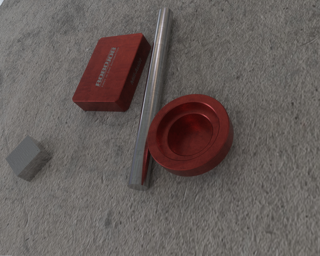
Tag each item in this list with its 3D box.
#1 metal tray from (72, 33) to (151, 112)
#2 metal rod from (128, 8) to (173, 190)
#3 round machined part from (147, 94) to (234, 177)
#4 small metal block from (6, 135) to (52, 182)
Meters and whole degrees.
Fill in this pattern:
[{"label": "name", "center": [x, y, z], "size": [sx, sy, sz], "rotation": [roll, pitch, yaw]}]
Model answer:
[{"label": "metal tray", "center": [-0.076, -0.089, 0.495], "size": [0.090, 0.030, 0.130], "rotation": [3, 63, 29]}, {"label": "metal rod", "center": [-0.008, -0.059, 0.444], "size": [0.025, 0.025, 0.300], "rotation": [-6, 59, 25]}, {"label": "round machined part", "center": [0.038, 0.012, 0.366], "size": [0.098, 0.042, 0.098], "rotation": [-13, 56, 21]}, {"label": "small metal block", "center": [-0.205, 0.047, 0.482], "size": [0.050, 0.025, 0.050], "rotation": [-49, 52, -7]}]
